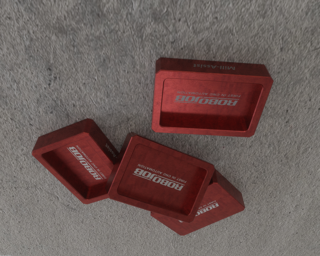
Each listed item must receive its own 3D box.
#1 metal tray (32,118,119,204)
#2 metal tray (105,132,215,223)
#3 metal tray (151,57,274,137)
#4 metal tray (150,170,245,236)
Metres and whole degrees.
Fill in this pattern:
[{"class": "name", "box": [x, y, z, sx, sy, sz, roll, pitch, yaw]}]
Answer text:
[{"class": "metal tray", "box": [-0.105, 0.053, 0.447, 0.090, 0.030, 0.130, -20, 128, 16]}, {"class": "metal tray", "box": [0.001, 0.070, 0.431, 0.131, 0.030, 0.090, 23, 90, -18]}, {"class": "metal tray", "box": [0.058, -0.034, 0.374, 0.131, 0.030, 0.089, 3, 130, -3]}, {"class": "metal tray", "box": [0.060, 0.126, 0.512, 0.130, 0.030, 0.090, -32, 124, 24]}]
